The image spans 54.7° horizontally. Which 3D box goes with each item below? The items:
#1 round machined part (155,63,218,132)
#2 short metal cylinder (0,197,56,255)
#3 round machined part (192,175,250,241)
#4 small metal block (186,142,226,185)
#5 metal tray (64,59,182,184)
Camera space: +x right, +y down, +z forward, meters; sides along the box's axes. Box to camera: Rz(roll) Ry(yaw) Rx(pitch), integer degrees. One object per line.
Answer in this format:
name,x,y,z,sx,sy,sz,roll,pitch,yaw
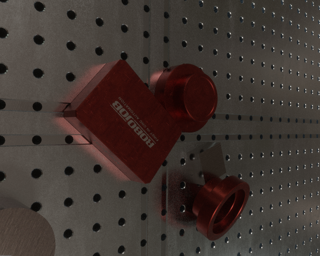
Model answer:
round machined part,0.044,-0.042,0.437,0.099,0.042,0.097,0,90,-40
short metal cylinder,-0.142,0.106,0.275,0.081,0.050,0.079,0,90,-40
round machined part,0.086,0.112,0.457,0.099,0.042,0.097,-28,133,-34
small metal block,0.071,0.053,0.472,0.050,0.025,0.050,-22,104,-38
metal tray,-0.038,-0.005,0.376,0.130,0.030,0.090,49,61,-29
